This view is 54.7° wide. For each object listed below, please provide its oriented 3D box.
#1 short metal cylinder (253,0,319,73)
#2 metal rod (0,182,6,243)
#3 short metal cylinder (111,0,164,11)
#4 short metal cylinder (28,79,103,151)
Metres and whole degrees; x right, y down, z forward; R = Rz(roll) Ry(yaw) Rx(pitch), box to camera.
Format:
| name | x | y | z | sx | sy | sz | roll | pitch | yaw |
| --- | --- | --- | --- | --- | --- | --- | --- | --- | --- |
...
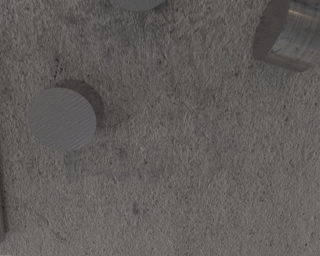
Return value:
| name | x | y | z | sx | sy | sz | roll | pitch | yaw |
| --- | --- | --- | --- | --- | --- | --- | --- | --- | --- |
| short metal cylinder | 0.145 | -0.107 | 0.342 | 0.050 | 0.080 | 0.079 | 16 | 109 | -6 |
| metal rod | -0.235 | 0.029 | 0.418 | 0.025 | 0.025 | 0.298 | 5 | 110 | -2 |
| short metal cylinder | -0.023 | -0.168 | 0.334 | 0.081 | 0.050 | 0.079 | 0 | 110 | 0 |
| short metal cylinder | -0.116 | -0.017 | 0.389 | 0.081 | 0.050 | 0.079 | 0 | 110 | 0 |
